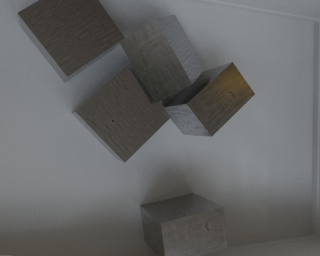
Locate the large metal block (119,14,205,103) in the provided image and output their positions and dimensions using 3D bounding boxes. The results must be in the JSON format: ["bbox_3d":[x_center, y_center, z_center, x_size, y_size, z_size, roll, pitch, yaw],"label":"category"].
[{"bbox_3d":[0.007,-0.087,0.378,0.050,0.080,0.080,-25,102,26],"label":"large metal block"}]

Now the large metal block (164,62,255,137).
[{"bbox_3d":[0.060,-0.035,0.405,0.080,0.080,0.050,-43,104,-15],"label":"large metal block"}]

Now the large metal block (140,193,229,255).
[{"bbox_3d":[0.028,0.123,0.393,0.081,0.080,0.050,-9,93,-20],"label":"large metal block"}]

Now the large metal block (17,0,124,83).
[{"bbox_3d":[-0.102,-0.111,0.360,0.080,0.050,0.080,-40,103,-16],"label":"large metal block"}]

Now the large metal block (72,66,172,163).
[{"bbox_3d":[-0.047,-0.016,0.381,0.080,0.050,0.080,-45,105,-15],"label":"large metal block"}]
